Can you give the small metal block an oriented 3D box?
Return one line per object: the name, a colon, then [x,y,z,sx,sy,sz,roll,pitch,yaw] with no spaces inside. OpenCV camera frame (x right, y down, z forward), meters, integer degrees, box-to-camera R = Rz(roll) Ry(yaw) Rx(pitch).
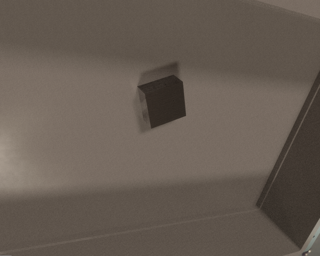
small metal block: [0.003,-0.033,0.391,0.050,0.025,0.050,-21,127,-17]
